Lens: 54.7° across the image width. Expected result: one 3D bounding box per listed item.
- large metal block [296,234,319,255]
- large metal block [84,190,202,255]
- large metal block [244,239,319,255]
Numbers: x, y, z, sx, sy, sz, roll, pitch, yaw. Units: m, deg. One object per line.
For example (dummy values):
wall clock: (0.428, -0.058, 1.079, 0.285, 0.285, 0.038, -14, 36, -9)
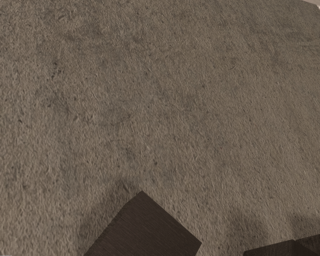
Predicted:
large metal block: (0.237, 0.185, 0.405, 0.081, 0.050, 0.080, 11, 57, -23)
large metal block: (-0.019, 0.123, 0.303, 0.080, 0.050, 0.080, 42, 51, 0)
large metal block: (0.129, 0.176, 0.333, 0.050, 0.080, 0.080, 32, 51, -8)
